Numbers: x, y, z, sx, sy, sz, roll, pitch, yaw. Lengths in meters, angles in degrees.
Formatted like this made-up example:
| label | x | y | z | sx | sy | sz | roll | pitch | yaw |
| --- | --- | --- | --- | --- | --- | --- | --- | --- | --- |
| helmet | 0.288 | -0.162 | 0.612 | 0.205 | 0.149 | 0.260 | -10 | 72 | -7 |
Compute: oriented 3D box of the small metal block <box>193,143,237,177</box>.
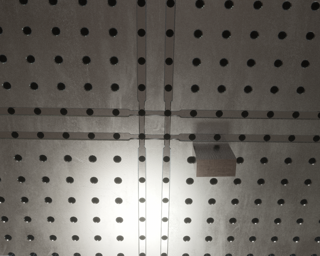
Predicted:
| label | x | y | z | sx | sy | sz | roll | pitch | yaw |
| --- | --- | --- | --- | --- | --- | --- | --- | --- | --- |
| small metal block | 0.071 | 0.042 | 0.417 | 0.050 | 0.050 | 0.025 | -1 | 110 | 0 |
